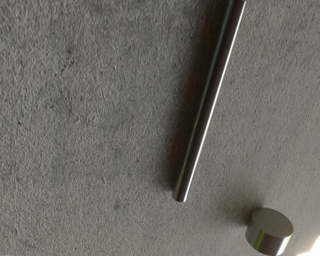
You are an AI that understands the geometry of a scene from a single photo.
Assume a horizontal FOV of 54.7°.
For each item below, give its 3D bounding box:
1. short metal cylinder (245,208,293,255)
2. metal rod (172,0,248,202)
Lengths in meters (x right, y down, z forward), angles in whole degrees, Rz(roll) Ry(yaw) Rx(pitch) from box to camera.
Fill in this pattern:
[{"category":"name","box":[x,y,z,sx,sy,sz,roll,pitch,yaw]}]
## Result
[{"category":"short metal cylinder","box":[0.218,0.207,0.622,0.081,0.080,0.050,-5,121,-26]},{"category":"metal rod","box":[0.061,-0.021,0.428,0.025,0.025,0.298,-2,119,-28]}]
